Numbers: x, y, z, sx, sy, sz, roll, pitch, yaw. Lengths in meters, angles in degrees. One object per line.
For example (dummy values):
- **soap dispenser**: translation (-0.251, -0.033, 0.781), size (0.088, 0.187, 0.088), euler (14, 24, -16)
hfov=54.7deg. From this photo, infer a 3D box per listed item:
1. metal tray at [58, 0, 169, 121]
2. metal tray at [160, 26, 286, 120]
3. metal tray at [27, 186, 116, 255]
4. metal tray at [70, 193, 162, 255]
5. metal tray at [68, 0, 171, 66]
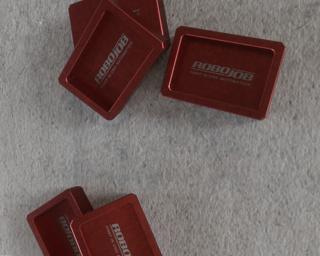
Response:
- **metal tray**: translation (-0.062, -0.084, 0.397), size (0.090, 0.030, 0.129), euler (38, 116, -3)
- **metal tray**: translation (0.075, -0.068, 0.379), size (0.130, 0.030, 0.089), euler (16, 95, 18)
- **metal tray**: translation (-0.127, 0.162, 0.449), size (0.090, 0.030, 0.130), euler (-34, 80, 16)
- **metal tray**: translation (-0.049, 0.162, 0.402), size (0.091, 0.030, 0.130), euler (-23, 82, -9)
- **metal tray**: translation (-0.057, -0.140, 0.425), size (0.130, 0.030, 0.089), euler (-11, 87, 19)
